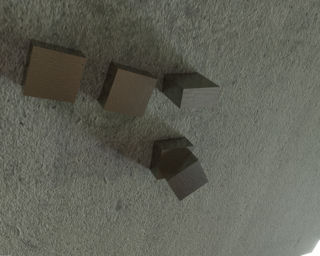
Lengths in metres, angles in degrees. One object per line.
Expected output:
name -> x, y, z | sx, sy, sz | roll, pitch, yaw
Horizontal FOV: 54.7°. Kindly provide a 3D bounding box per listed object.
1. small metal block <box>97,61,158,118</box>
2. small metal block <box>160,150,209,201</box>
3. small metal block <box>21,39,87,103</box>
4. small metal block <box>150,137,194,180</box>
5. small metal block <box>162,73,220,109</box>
small metal block -> -0.038, -0.044, 0.359 | 0.050, 0.025, 0.050 | 10, 113, -33
small metal block -> 0.035, 0.067, 0.435 | 0.050, 0.025, 0.050 | -33, 129, -7
small metal block -> -0.108, -0.056, 0.313 | 0.050, 0.025, 0.050 | 8, 115, -32
small metal block -> 0.016, 0.043, 0.442 | 0.050, 0.025, 0.050 | -6, 121, -26
small metal block -> 0.037, -0.047, 0.381 | 0.050, 0.050, 0.025 | -6, 121, -25
